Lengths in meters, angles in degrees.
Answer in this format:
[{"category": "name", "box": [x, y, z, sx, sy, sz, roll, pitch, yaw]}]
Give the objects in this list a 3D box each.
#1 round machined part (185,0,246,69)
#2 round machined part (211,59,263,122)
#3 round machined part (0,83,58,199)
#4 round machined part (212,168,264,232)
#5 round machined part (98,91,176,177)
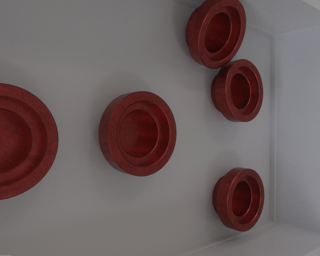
[{"category": "round machined part", "box": [0.075, -0.138, 0.442, 0.099, 0.042, 0.097, -24, 130, -32]}, {"category": "round machined part", "box": [0.119, -0.058, 0.495, 0.099, 0.042, 0.097, 0, 90, -40]}, {"category": "round machined part", "box": [-0.146, 0.011, 0.273, 0.099, 0.042, 0.097, 0, 90, -40]}, {"category": "round machined part", "box": [0.122, 0.112, 0.498, 0.099, 0.042, 0.097, 0, 90, -40]}, {"category": "round machined part", "box": [-0.030, 0.007, 0.370, 0.099, 0.042, 0.097, 0, 90, -40]}]
